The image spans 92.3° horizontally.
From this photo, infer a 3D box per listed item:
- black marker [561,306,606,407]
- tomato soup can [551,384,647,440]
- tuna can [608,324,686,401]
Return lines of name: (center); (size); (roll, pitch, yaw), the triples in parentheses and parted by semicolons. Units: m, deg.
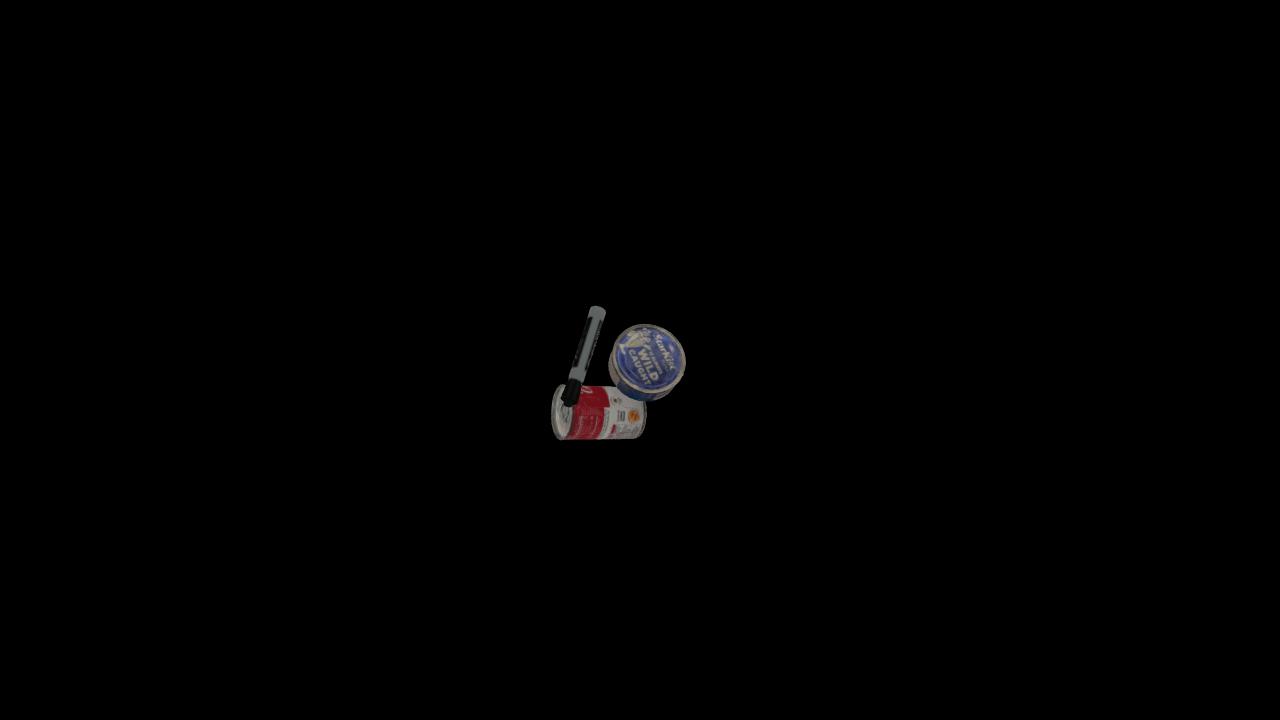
black marker: (-0.061, -0.004, 0.666); (0.020, 0.121, 0.020); (12, -27, 6)
tomato soup can: (-0.050, 0.065, 0.756); (0.101, 0.068, 0.068); (4, -2, -28)
tuna can: (0.007, 0.004, 0.693); (0.084, 0.084, 0.034); (0, -23, -14)
